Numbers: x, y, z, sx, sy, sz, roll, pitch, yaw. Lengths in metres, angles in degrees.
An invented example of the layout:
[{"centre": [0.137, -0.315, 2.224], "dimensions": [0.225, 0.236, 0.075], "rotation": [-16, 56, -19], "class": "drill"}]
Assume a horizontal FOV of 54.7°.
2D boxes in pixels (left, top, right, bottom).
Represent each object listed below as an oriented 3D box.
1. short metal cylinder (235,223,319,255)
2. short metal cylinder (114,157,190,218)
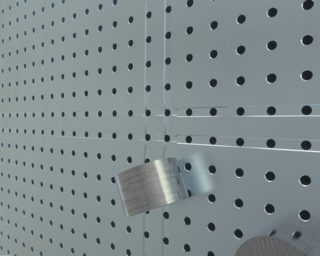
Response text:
[{"centre": [0.118, 0.137, 0.295], "dimensions": [0.080, 0.050, 0.079], "rotation": [0, 90, 39], "class": "short metal cylinder"}, {"centre": [-0.010, 0.073, 0.380], "dimensions": [0.080, 0.081, 0.050], "rotation": [-29, 72, 36], "class": "short metal cylinder"}]
